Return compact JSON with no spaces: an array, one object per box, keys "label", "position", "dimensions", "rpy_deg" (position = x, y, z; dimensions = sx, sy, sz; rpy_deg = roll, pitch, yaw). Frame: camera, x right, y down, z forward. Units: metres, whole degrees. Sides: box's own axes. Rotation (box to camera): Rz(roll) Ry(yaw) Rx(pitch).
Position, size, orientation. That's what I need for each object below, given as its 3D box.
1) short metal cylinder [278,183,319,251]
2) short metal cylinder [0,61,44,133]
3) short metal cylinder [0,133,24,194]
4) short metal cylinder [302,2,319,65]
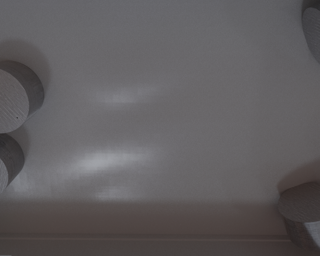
[{"label":"short metal cylinder","position":[0.211,0.121,0.428],"dimensions":[0.080,0.080,0.050],"rpy_deg":[-22,109,8]},{"label":"short metal cylinder","position":[-0.192,-0.039,0.382],"dimensions":[0.081,0.050,0.079],"rpy_deg":[0,110,0]},{"label":"short metal cylinder","position":[-0.232,0.048,0.414],"dimensions":[0.081,0.050,0.079],"rpy_deg":[0,110,0]},{"label":"short metal cylinder","position":[0.203,-0.108,0.344],"dimensions":[0.050,0.080,0.080],"rpy_deg":[-25,108,9]}]
